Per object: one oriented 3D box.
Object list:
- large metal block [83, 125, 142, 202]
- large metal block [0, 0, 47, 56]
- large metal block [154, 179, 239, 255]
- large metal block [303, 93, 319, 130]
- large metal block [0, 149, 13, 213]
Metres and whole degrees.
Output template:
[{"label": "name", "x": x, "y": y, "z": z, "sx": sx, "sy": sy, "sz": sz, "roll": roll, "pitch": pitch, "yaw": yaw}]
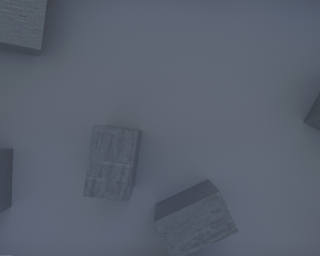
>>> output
[{"label": "large metal block", "x": -0.055, "y": 0.039, "z": 0.383, "sx": 0.050, "sy": 0.080, "sz": 0.080, "roll": 8, "pitch": 90, "yaw": 0}, {"label": "large metal block", "x": -0.187, "y": -0.140, "z": 0.383, "sx": 0.081, "sy": 0.050, "sz": 0.080, "roll": 7, "pitch": 90, "yaw": -24}, {"label": "large metal block", "x": 0.041, "y": 0.110, "z": 0.384, "sx": 0.080, "sy": 0.080, "sz": 0.050, "roll": -25, "pitch": 90, "yaw": 0}, {"label": "large metal block", "x": 0.231, "y": -0.034, "z": 0.382, "sx": 0.050, "sy": 0.080, "sz": 0.080, "roll": 28, "pitch": 90, "yaw": 10}, {"label": "large metal block", "x": -0.226, "y": 0.067, "z": 0.382, "sx": 0.050, "sy": 0.080, "sz": 0.080, "roll": 2, "pitch": 90, "yaw": 0}]
